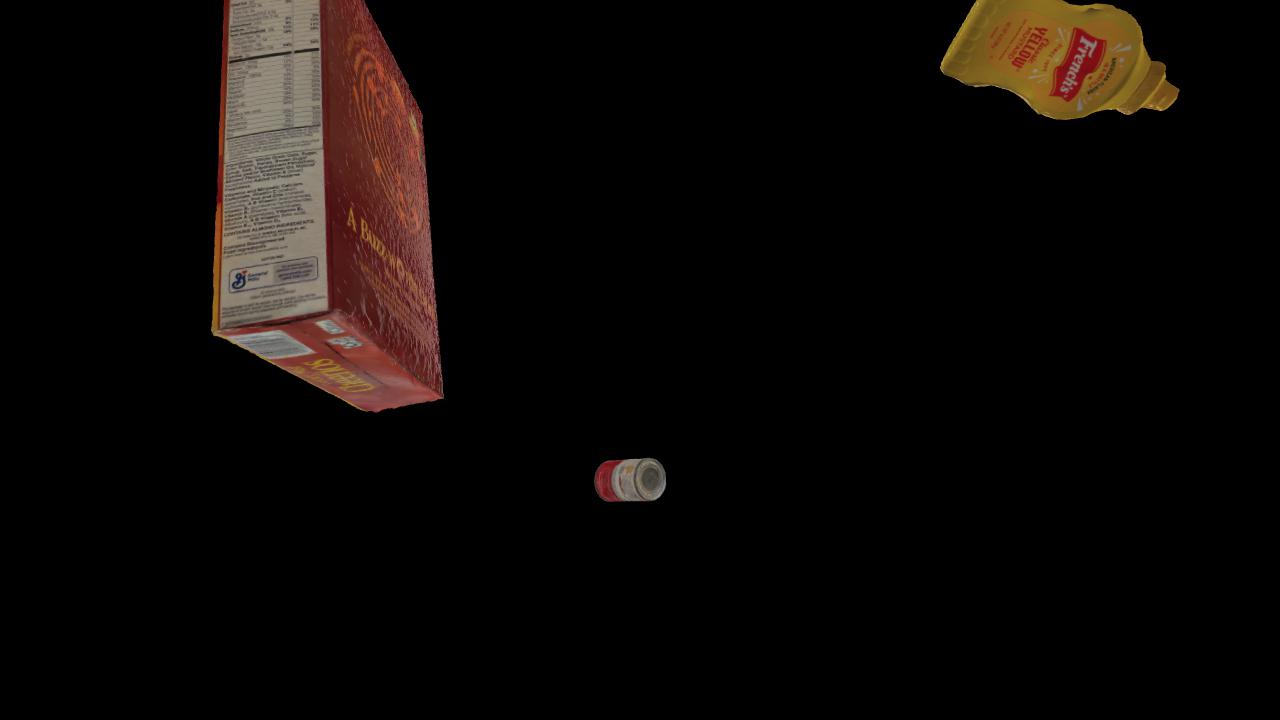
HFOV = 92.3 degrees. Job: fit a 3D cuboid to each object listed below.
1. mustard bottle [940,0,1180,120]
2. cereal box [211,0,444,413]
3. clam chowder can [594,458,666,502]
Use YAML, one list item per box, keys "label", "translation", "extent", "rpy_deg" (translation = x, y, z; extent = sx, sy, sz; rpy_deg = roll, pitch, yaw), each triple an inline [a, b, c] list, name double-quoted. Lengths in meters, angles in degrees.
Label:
- label: "mustard bottle"
  translation: [0.369, -0.260, 0.531]
  extent: [0.184, 0.092, 0.054]
  rpy_deg: [27, 36, 7]
- label: "cereal box"
  translation: [-0.227, -0.131, 0.475]
  extent: [0.081, 0.306, 0.203]
  rpy_deg: [-10, -17, -3]
- label: "clam chowder can"
  translation: [-0.016, 0.191, 0.978]
  extent: [0.068, 0.068, 0.102]
  rpy_deg: [0, -10, -42]
